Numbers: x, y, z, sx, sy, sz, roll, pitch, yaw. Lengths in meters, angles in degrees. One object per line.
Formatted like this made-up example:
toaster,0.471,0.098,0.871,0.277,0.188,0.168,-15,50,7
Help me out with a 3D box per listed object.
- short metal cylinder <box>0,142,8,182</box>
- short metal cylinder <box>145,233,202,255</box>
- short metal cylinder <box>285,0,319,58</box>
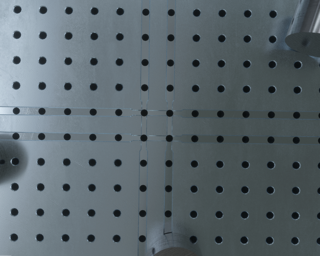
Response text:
short metal cylinder,-0.249,0.047,0.399,0.081,0.050,0.079,0,90,0
short metal cylinder,0.019,0.184,0.401,0.081,0.050,0.079,0,90,0
short metal cylinder,0.206,-0.126,0.387,0.080,0.080,0.050,18,90,0
